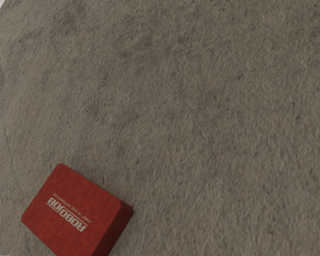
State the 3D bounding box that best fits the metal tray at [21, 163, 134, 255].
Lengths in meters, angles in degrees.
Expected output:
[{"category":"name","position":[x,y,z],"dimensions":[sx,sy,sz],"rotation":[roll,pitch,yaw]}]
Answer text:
[{"category":"metal tray","position":[-0.107,0.109,0.391],"dimensions":[0.130,0.030,0.090],"rotation":[22,73,36]}]
